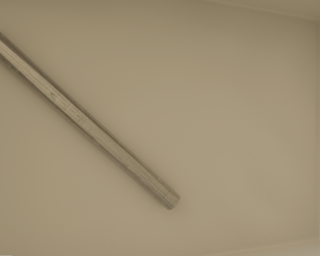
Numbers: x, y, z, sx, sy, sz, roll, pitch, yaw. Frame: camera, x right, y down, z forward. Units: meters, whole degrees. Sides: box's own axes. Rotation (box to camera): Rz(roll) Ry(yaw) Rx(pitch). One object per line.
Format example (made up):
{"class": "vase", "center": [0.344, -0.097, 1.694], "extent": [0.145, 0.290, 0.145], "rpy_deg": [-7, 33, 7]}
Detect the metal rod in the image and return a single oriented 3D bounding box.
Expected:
{"class": "metal rod", "center": [-0.086, -0.001, 0.378], "extent": [0.300, 0.025, 0.025], "rpy_deg": [44, 76, -15]}
